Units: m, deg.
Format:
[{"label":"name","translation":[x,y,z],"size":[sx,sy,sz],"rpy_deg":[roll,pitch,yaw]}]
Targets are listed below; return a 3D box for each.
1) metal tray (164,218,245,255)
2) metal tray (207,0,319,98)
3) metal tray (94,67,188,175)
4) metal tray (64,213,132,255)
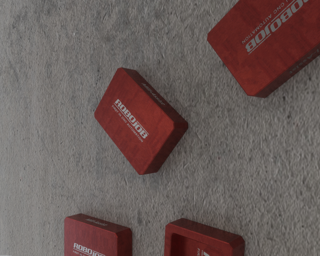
[{"label":"metal tray","translation":[0.047,0.182,0.362],"size":[0.090,0.030,0.129],"rpy_deg":[5,93,40]},{"label":"metal tray","translation":[0.119,-0.103,0.303],"size":[0.129,0.030,0.090],"rpy_deg":[-43,64,31]},{"label":"metal tray","translation":[-0.031,-0.011,0.428],"size":[0.130,0.030,0.089],"rpy_deg":[48,118,29]},{"label":"metal tray","translation":[-0.100,0.192,0.484],"size":[0.130,0.030,0.089],"rpy_deg":[0,90,40]}]
